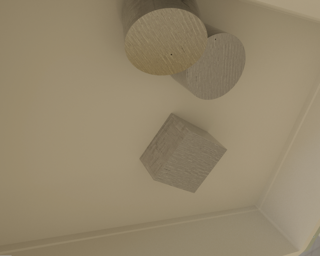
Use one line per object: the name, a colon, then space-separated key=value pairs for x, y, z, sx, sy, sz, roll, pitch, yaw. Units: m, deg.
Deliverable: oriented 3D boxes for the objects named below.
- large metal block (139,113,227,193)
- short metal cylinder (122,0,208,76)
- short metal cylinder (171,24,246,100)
large metal block: x=0.033 y=0.037 z=0.435 sx=0.080 sy=0.050 sz=0.080 roll=26 pitch=104 yaw=-38
short metal cylinder: x=0.003 y=-0.100 z=0.314 sx=0.081 sy=0.050 sz=0.080 roll=-6 pitch=144 yaw=-4
short metal cylinder: x=0.055 y=-0.081 z=0.374 sx=0.081 sy=0.050 sz=0.079 roll=-14 pitch=125 yaw=-21
